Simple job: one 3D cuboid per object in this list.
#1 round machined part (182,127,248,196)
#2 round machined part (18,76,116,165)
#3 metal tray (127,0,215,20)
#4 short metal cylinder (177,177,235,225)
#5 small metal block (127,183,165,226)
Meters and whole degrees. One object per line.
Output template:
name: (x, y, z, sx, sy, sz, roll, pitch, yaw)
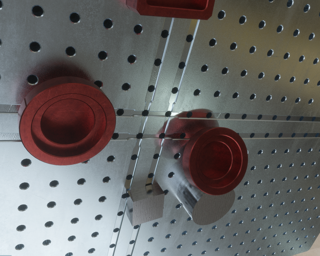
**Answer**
round machined part: (0.077, 0.046, 0.457, 0.099, 0.042, 0.097, -1, 93, -22)
round machined part: (-0.102, -0.011, 0.339, 0.099, 0.042, 0.097, -14, 124, -21)
metal tray: (0.020, -0.180, 0.308, 0.091, 0.030, 0.129, -6, 121, -26)
short metal cylinder: (0.075, 0.111, 0.507, 0.081, 0.050, 0.079, -14, 125, -21)
small metal block: (-0.022, 0.117, 0.473, 0.050, 0.025, 0.050, -10, 123, -24)
